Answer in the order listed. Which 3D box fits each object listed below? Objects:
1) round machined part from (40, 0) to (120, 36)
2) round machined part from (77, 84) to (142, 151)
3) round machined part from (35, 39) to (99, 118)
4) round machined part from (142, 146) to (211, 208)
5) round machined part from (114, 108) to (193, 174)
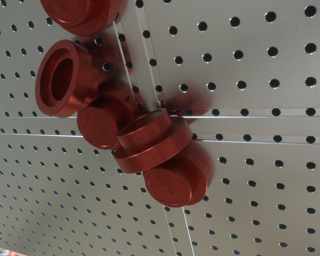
[{"bbox_3d":[-0.099,-0.154,0.355,0.098,0.042,0.097,13,124,20],"label":"round machined part"},{"bbox_3d":[-0.076,-0.009,0.433,0.098,0.042,0.097,13,124,20],"label":"round machined part"},{"bbox_3d":[-0.117,-0.061,0.402,0.098,0.042,0.098,-10,74,39],"label":"round machined part"},{"bbox_3d":[0.018,0.072,0.434,0.098,0.042,0.097,13,124,20],"label":"round machined part"},{"bbox_3d":[-0.013,0.010,0.376,0.098,0.098,0.042,-18,107,35],"label":"round machined part"}]
